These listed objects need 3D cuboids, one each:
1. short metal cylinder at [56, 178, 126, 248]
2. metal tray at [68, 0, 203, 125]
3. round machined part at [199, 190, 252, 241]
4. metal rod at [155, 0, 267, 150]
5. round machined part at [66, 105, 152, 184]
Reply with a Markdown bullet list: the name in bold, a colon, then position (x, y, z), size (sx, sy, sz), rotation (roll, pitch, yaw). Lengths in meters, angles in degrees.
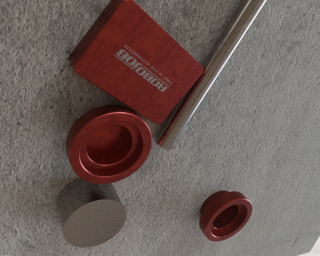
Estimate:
- **short metal cylinder**: position (-0.091, 0.110, 0.410), size (0.081, 0.050, 0.079), rotation (-14, 125, -21)
- **metal tray**: position (-0.022, -0.071, 0.349), size (0.130, 0.030, 0.090), rotation (33, 100, -39)
- **round machined part**: position (0.112, 0.151, 0.553), size (0.099, 0.042, 0.097), rotation (-14, 125, -21)
- **metal rod**: position (0.081, -0.100, 0.390), size (0.025, 0.025, 0.299), rotation (22, 106, -37)
- **round machined part**: position (-0.063, 0.016, 0.372), size (0.099, 0.042, 0.097), rotation (-14, 125, -21)
